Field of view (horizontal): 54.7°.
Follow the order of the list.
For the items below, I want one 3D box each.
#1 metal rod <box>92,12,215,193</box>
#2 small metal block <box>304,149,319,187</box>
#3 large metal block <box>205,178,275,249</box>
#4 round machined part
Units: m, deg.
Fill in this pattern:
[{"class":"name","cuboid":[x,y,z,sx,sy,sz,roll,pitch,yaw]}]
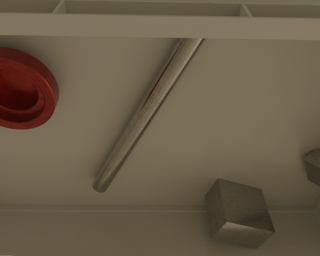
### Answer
[{"class":"metal rod","cuboid":[-0.024,-0.010,0.400,0.025,0.025,0.298,22,127,-18]},{"class":"small metal block","cuboid":[0.241,0.065,0.448,0.025,0.050,0.050,-38,127,-11]},{"class":"large metal block","cuboid":[0.122,0.134,0.489,0.081,0.080,0.050,16,128,-14]},{"class":"round machined part","cuboid":[-0.166,-0.048,0.355,0.099,0.042,0.097,-1,130,0]}]
